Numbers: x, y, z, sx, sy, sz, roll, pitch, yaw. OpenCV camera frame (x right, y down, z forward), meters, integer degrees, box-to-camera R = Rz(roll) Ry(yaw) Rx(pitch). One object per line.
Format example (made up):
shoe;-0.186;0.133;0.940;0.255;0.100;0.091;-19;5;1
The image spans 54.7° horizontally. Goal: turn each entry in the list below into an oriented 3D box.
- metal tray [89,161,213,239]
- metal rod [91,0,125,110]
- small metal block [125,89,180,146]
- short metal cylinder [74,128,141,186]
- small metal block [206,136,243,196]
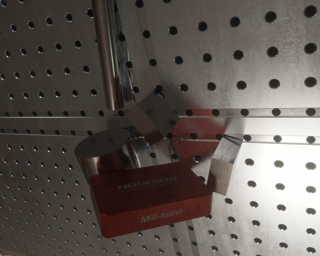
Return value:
metal tray;-0.014;0.082;0.379;0.131;0.090;0.030;-7;111;-19
metal rod;-0.066;-0.158;0.346;0.025;0.025;0.298;11;123;22
small metal block;-0.008;-0.014;0.389;0.025;0.050;0.050;-32;101;38
short metal cylinder;-0.073;0.041;0.438;0.080;0.080;0.050;-1;118;28
small metal block;0.079;0.046;0.381;0.025;0.050;0.050;17;125;18
